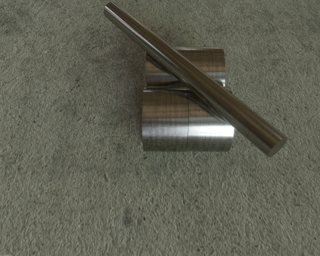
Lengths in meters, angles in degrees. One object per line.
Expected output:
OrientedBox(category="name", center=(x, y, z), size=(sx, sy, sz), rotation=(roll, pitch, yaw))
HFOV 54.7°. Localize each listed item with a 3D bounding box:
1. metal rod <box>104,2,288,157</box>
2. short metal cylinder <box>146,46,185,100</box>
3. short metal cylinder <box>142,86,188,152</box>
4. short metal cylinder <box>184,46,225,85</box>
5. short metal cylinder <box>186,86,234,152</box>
OrientedBox(category="metal rod", center=(0.020, -0.075, 0.364), size=(0.025, 0.025, 0.300), rotation=(-29, 56, -22))
OrientedBox(category="short metal cylinder", center=(0.007, -0.073, 0.430), size=(0.050, 0.080, 0.080), rotation=(1, 50, 0))
OrientedBox(category="short metal cylinder", center=(0.006, -0.011, 0.378), size=(0.050, 0.080, 0.080), rotation=(1, 50, 0))
OrientedBox(category="short metal cylinder", center=(0.058, -0.072, 0.430), size=(0.050, 0.080, 0.080), rotation=(1, 50, 0))
OrientedBox(category="short metal cylinder", center=(0.057, -0.011, 0.379), size=(0.050, 0.080, 0.080), rotation=(1, 50, 0))
